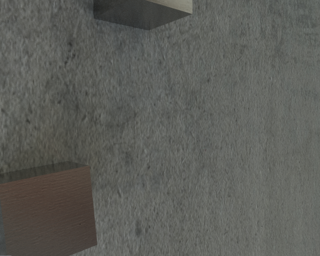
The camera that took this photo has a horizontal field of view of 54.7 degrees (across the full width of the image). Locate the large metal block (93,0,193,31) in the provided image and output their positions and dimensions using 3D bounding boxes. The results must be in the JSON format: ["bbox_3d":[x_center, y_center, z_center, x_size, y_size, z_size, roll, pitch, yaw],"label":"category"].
[{"bbox_3d":[-0.020,-0.152,0.353,0.081,0.080,0.050,-2,92,-40],"label":"large metal block"}]

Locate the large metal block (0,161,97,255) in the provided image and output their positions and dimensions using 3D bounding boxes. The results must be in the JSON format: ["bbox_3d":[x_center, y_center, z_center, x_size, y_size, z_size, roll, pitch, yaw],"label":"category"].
[{"bbox_3d":[-0.112,0.080,0.296,0.081,0.050,0.079,-8,96,-40],"label":"large metal block"}]
